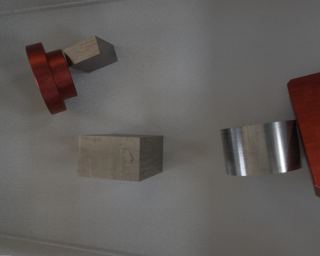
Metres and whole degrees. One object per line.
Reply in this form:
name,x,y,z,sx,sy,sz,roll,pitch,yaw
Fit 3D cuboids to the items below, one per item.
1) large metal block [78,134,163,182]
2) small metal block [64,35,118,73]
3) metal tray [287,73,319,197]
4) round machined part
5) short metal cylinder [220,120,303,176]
large metal block,-0.047,0.034,0.397,0.080,0.080,0.050,1,91,19
small metal block,-0.095,-0.100,0.429,0.050,0.050,0.025,-18,85,19
metal tray,0.188,-0.001,0.308,0.090,0.030,0.130,-13,55,20
round machined part,-0.146,-0.071,0.430,0.042,0.098,0.098,-20,83,-13
short metal cylinder,0.110,0.021,0.342,0.080,0.080,0.050,-8,87,19
